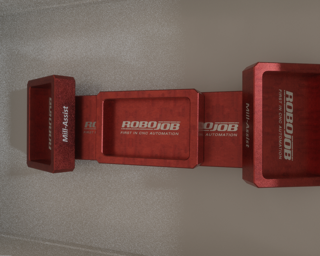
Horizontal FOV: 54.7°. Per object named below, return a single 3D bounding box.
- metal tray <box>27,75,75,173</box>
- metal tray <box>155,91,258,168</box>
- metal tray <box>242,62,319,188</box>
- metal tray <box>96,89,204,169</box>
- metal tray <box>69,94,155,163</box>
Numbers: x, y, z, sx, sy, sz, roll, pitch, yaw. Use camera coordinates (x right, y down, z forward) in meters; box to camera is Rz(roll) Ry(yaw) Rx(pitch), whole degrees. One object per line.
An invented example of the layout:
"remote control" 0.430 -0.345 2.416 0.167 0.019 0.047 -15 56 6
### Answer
"metal tray" -0.157 -0.006 0.443 0.090 0.030 0.129 1 90 45
"metal tray" 0.059 0.001 0.386 0.130 0.030 0.089 0 90 20
"metal tray" 0.138 -0.003 0.337 0.091 0.030 0.129 0 90 -9
"metal tray" -0.014 0.000 0.379 0.130 0.030 0.089 1 90 20
"metal tray" -0.063 0.000 0.430 0.130 0.030 0.089 0 90 20
